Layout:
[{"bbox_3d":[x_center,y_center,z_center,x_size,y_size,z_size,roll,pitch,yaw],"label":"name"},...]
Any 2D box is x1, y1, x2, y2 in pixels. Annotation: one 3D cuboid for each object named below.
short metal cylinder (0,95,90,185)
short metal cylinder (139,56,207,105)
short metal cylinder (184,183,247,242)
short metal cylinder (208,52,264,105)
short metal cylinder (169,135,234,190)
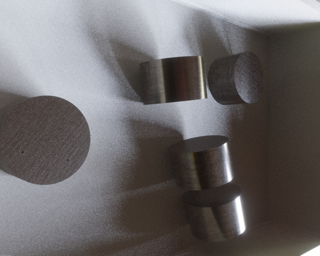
[{"bbox_3d":[-0.115,0.011,0.295,0.081,0.050,0.079,0,90,-40],"label":"short metal cylinder"},{"bbox_3d":[0.017,-0.058,0.387,0.081,0.080,0.050,-11,97,-40],"label":"short metal cylinder"},{"bbox_3d":[0.078,0.116,0.439,0.081,0.080,0.050,-20,103,-39],"label":"short metal cylinder"},{"bbox_3d":[0.123,-0.078,0.496,0.081,0.050,0.079,0,90,-40],"label":"short metal cylinder"},{"bbox_3d":[0.057,0.045,0.421,0.081,0.080,0.050,-20,103,-39],"label":"short metal cylinder"}]
